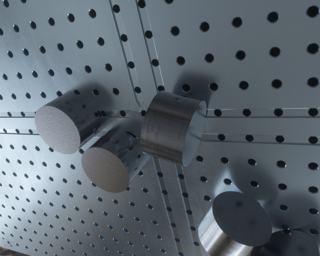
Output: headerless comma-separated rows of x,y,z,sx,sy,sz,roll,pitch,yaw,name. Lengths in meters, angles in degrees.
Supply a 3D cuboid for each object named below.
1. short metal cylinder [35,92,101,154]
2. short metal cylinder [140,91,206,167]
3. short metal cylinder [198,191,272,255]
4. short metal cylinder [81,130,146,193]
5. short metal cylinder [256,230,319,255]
-0.137,-0.008,0.463,0.080,0.050,0.079,13,124,21,short metal cylinder
0.018,0.000,0.366,0.050,0.080,0.079,16,125,19,short metal cylinder
0.097,0.130,0.405,0.080,0.080,0.050,28,128,10,short metal cylinder
-0.068,0.049,0.462,0.080,0.050,0.079,13,124,21,short metal cylinder
0.168,0.179,0.398,0.080,0.080,0.050,-15,110,34,short metal cylinder
